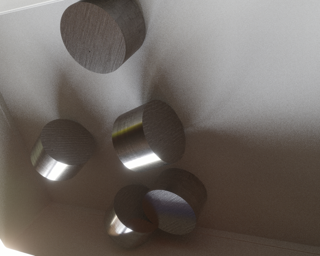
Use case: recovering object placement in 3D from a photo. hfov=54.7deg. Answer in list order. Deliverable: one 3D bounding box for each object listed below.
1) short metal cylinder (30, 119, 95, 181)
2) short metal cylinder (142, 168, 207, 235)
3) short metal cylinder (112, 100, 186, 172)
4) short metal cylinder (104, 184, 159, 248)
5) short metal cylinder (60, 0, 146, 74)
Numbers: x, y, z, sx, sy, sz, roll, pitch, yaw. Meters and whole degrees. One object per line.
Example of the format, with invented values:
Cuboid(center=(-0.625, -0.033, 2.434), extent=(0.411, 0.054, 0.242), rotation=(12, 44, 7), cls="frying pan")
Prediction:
Cuboid(center=(-0.147, 0.033, 0.469), extent=(0.080, 0.080, 0.050), rotation=(43, 129, -2), cls="short metal cylinder")
Cuboid(center=(0.022, 0.105, 0.445), extent=(0.080, 0.050, 0.079), rotation=(13, 124, 20), cls="short metal cylinder")
Cuboid(center=(-0.012, 0.011, 0.385), extent=(0.050, 0.080, 0.080), rotation=(-22, 107, 36), cls="short metal cylinder")
Cuboid(center=(-0.040, 0.135, 0.476), extent=(0.080, 0.080, 0.050), rotation=(35, 129, 5), cls="short metal cylinder")
Cuboid(center=(-0.063, -0.109, 0.351), extent=(0.080, 0.050, 0.079), rotation=(14, 132, 17), cls="short metal cylinder")
